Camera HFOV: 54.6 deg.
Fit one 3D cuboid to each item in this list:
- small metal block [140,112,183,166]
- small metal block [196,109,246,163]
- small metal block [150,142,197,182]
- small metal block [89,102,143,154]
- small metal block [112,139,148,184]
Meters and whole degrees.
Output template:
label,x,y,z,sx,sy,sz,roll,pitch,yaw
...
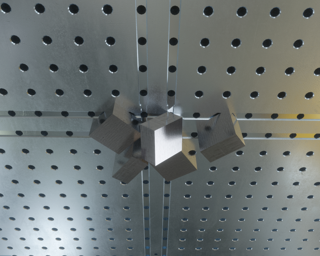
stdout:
label,x,y,z,sx,sy,sz,roll,pitch,yaw
small metal block,0.003,0.013,0.398,0.025,0.050,0.050,24,126,38
small metal block,0.078,0.010,0.404,0.050,0.050,0.025,-30,124,23
small metal block,0.019,0.047,0.451,0.050,0.025,0.050,-26,126,20
small metal block,-0.057,0.002,0.412,0.050,0.025,0.050,36,121,-27
small metal block,-0.040,0.040,0.429,0.025,0.050,0.050,30,125,-23
